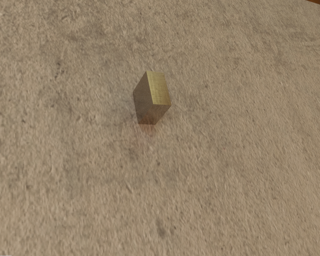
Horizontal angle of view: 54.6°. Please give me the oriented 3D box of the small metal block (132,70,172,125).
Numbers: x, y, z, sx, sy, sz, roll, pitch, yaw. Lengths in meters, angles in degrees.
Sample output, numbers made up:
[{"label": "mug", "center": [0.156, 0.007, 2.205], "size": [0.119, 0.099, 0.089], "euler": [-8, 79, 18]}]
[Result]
[{"label": "small metal block", "center": [-0.012, -0.038, 0.404], "size": [0.025, 0.050, 0.050], "euler": [2, 61, -27]}]
